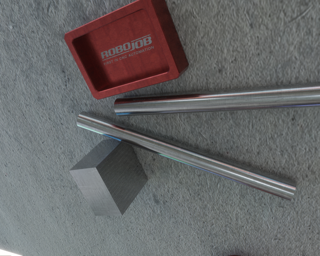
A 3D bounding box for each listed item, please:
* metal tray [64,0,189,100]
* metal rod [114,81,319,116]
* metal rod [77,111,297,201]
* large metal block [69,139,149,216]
[{"bbox_3d":[-0.042,-0.091,0.367,0.130,0.030,0.090,-10,114,32],"label":"metal tray"},{"bbox_3d":[0.078,-0.031,0.345,0.300,0.025,0.025,-1,118,28],"label":"metal rod"},{"bbox_3d":[0.022,0.031,0.413,0.301,0.025,0.025,18,125,17],"label":"metal rod"},{"bbox_3d":[-0.070,0.069,0.449,0.050,0.080,0.080,-11,113,32],"label":"large metal block"}]
